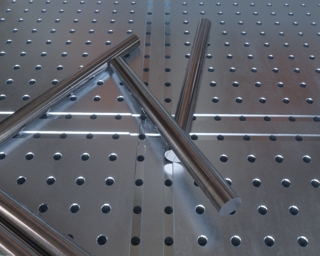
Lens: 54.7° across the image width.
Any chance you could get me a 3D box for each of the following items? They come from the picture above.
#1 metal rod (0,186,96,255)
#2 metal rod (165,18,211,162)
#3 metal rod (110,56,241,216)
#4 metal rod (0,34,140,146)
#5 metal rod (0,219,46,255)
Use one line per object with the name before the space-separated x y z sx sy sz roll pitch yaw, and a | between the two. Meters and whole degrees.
metal rod | -0.122 0.106 0.316 0.301 0.025 0.025 27 55 20
metal rod | 0.050 -0.078 0.473 0.025 0.025 0.300 10 51 8
metal rod | 0.000 -0.014 0.393 0.025 0.025 0.300 -21 45 -17
metal rod | -0.135 -0.062 0.459 0.025 0.025 0.301 31 56 23
metal rod | -0.156 0.113 0.310 0.301 0.025 0.025 27 55 20
